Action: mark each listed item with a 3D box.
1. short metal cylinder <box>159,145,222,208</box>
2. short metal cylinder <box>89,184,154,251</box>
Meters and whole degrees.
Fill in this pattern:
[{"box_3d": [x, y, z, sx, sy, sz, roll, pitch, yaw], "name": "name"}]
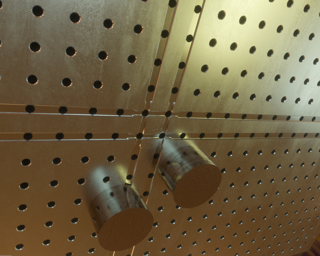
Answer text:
[{"box_3d": [0.045, 0.073, 0.467, 0.081, 0.050, 0.079, -14, 125, -21], "name": "short metal cylinder"}, {"box_3d": [-0.056, 0.129, 0.446, 0.081, 0.050, 0.079, -14, 125, -21], "name": "short metal cylinder"}]
